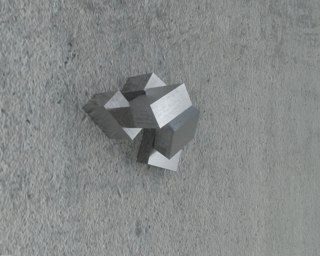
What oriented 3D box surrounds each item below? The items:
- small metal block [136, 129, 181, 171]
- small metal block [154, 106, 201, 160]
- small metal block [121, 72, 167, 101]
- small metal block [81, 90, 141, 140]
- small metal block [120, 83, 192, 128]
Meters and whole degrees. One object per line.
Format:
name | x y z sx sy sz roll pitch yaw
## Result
small metal block | 0.001 0.027 0.409 0.050 0.025 0.050 21 77 -38
small metal block | 0.020 0.003 0.377 0.050 0.025 0.050 -38 151 -33
small metal block | -0.013 -0.040 0.381 0.050 0.050 0.025 39 66 -33
small metal block | -0.053 -0.013 0.348 0.025 0.050 0.050 -53 121 -27
small metal block | -0.004 -0.023 0.323 0.050 0.050 0.025 -36 113 -34
